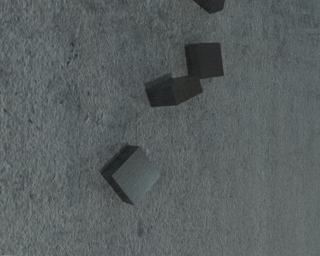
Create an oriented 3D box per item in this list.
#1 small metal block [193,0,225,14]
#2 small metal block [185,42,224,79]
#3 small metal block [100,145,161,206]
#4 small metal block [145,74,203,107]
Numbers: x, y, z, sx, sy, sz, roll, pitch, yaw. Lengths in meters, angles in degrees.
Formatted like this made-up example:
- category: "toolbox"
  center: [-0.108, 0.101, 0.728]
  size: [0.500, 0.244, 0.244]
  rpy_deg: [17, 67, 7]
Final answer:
- category: "small metal block"
  center: [0.074, -0.209, 0.466]
  size: [0.050, 0.025, 0.050]
  rpy_deg: [22, 76, -38]
- category: "small metal block"
  center: [0.066, -0.099, 0.460]
  size: [0.050, 0.025, 0.050]
  rpy_deg: [-14, 99, -39]
- category: "small metal block"
  center: [-0.034, 0.057, 0.376]
  size: [0.050, 0.025, 0.050]
  rpy_deg: [-47, 118, -30]
- category: "small metal block"
  center: [0.018, -0.049, 0.403]
  size: [0.050, 0.050, 0.025]
  rpy_deg: [-29, 108, -36]
